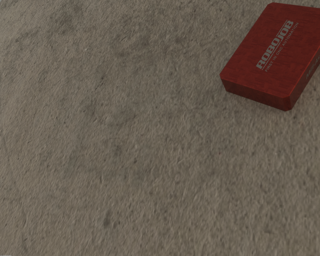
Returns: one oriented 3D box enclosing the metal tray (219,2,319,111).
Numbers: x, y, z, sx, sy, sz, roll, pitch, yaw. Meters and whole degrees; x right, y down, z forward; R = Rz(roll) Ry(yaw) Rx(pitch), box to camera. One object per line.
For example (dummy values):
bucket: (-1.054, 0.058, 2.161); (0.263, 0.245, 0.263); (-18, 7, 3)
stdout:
metal tray: (0.146, -0.092, 0.380); (0.090, 0.030, 0.130); (27, 76, 36)
